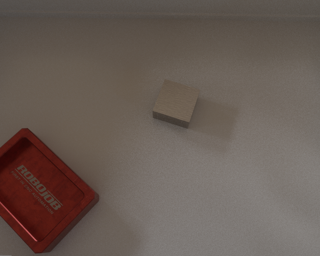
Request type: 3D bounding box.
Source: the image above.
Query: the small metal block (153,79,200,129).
[{"bbox_3d":[0.022,-0.033,0.422,0.050,0.025,0.050,18,71,6],"label":"small metal block"}]

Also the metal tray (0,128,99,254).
[{"bbox_3d":[-0.152,0.074,0.378,0.130,0.030,0.090,40,74,13],"label":"metal tray"}]
